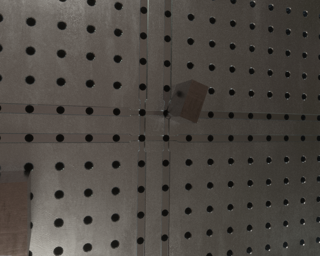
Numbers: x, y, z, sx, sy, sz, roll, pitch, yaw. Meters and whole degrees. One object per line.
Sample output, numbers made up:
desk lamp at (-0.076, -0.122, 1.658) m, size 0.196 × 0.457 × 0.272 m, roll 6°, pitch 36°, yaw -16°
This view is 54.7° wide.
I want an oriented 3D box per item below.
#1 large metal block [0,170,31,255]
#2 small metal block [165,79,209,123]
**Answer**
large metal block at (-0.164, 0.090, 0.323) m, size 0.050 × 0.080 × 0.079 m, roll 0°, pitch 90°, yaw -20°
small metal block at (0.035, -0.034, 0.413) m, size 0.025 × 0.050 × 0.050 m, roll 21°, pitch 83°, yaw -19°
